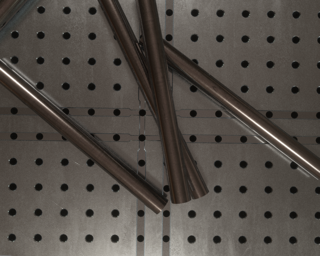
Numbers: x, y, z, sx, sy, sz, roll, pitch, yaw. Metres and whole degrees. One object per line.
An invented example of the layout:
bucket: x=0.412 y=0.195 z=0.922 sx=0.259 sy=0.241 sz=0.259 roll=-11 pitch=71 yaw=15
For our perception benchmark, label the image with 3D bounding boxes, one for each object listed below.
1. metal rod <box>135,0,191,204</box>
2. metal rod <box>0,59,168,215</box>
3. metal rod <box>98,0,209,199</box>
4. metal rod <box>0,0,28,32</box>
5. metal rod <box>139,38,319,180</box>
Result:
metal rod: x=0.001 y=-0.056 z=0.387 sx=0.025 sy=0.025 sz=0.298 roll=-10 pitch=90 yaw=0
metal rod: x=-0.112 y=0.009 z=0.411 sx=0.300 sy=0.025 sz=0.025 roll=40 pitch=90 yaw=-1
metal rod: x=-0.010 y=-0.045 z=0.413 sx=0.025 sy=0.025 sz=0.299 roll=-25 pitch=90 yaw=0
metal rod: x=-0.202 y=-0.161 z=0.410 sx=0.025 sy=0.025 sz=0.300 roll=41 pitch=90 yaw=-1
metal rod: x=0.099 y=-0.031 z=0.414 sx=0.301 sy=0.025 sz=0.025 roll=37 pitch=90 yaw=-1
